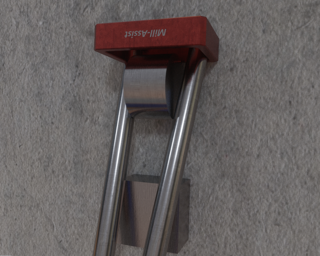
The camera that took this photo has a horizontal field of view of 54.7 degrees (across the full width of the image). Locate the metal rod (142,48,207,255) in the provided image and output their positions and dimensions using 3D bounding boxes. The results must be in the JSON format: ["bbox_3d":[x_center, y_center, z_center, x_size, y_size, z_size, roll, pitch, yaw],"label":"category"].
[{"bbox_3d":[0.015,0.046,0.355,0.025,0.025,0.299,9,78,19],"label":"metal rod"}]

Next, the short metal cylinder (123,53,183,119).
[{"bbox_3d":[-0.005,-0.050,0.382,0.050,0.080,0.079,2,91,19],"label":"short metal cylinder"}]

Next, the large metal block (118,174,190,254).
[{"bbox_3d":[-0.008,0.105,0.396,0.080,0.050,0.079,2,91,19],"label":"large metal block"}]

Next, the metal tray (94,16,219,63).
[{"bbox_3d":[-0.001,-0.102,0.375,0.130,0.090,0.030,3,91,19],"label":"metal tray"}]

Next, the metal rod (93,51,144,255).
[{"bbox_3d":[-0.051,0.042,0.379,0.025,0.025,0.299,2,76,19],"label":"metal rod"}]
